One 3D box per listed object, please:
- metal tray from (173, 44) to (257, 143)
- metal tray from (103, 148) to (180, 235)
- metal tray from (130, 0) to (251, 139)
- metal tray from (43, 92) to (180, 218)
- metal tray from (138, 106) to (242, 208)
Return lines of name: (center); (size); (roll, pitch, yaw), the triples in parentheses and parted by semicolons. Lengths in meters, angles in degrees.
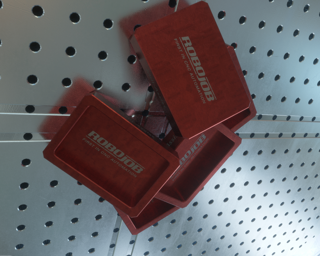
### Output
metal tray: (0.075, -0.041, 0.425); (0.090, 0.030, 0.130); (-37, 130, -4)
metal tray: (-0.026, 0.090, 0.451); (0.090, 0.030, 0.129); (-29, 129, -10)
metal tray: (0.035, -0.064, 0.350); (0.091, 0.030, 0.129); (-27, 98, -12)
metal tray: (-0.054, 0.031, 0.359); (0.130, 0.030, 0.090); (37, 98, -9)
metal tray: (0.039, 0.041, 0.418); (0.090, 0.030, 0.130); (33, 100, -39)
